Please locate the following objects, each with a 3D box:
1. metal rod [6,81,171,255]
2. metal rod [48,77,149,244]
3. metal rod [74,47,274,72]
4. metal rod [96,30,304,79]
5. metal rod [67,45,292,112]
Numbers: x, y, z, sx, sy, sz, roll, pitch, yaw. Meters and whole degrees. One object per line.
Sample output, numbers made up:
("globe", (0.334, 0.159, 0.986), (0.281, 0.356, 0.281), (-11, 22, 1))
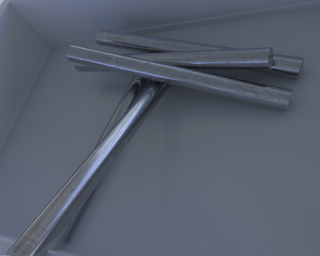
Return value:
("metal rod", (-0.048, 0.013, 0.342), (0.025, 0.025, 0.301), (2, 37, 28))
("metal rod", (-0.068, 0.011, 0.432), (0.025, 0.025, 0.300), (13, 68, 33))
("metal rod", (-0.003, -0.091, 0.427), (0.300, 0.025, 0.025), (6, 65, 31))
("metal rod", (0.035, -0.107, 0.428), (0.301, 0.025, 0.025), (16, 70, 26))
("metal rod", (0.009, -0.070, 0.399), (0.301, 0.025, 0.025), (16, 70, 20))
